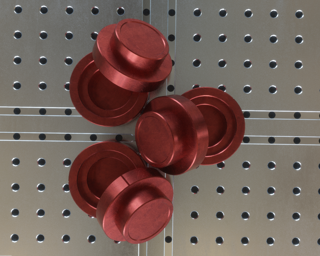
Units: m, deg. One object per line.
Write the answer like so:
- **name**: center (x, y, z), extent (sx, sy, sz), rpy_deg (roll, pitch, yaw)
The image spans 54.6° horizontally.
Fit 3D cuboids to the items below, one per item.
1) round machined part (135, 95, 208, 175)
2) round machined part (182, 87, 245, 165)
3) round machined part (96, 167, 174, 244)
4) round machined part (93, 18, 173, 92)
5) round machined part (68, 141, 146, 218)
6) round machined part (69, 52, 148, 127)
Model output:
- **round machined part**: center (0.007, 0.010, 0.375), extent (0.042, 0.098, 0.098), rpy_deg (-14, 90, -42)
- **round machined part**: center (0.057, -0.003, 0.405), extent (0.099, 0.042, 0.097), rpy_deg (0, 90, 0)
- **round machined part**: center (-0.023, 0.100, 0.376), extent (0.099, 0.042, 0.097), rpy_deg (-20, 128, -27)
- **round machined part**: center (-0.028, -0.094, 0.377), extent (0.099, 0.042, 0.098), rpy_deg (16, 49, -20)
- **round machined part**: center (-0.064, 0.065, 0.404), extent (0.099, 0.042, 0.097), rpy_deg (0, 90, 0)
- **round machined part**: center (-0.063, -0.050, 0.403), extent (0.099, 0.042, 0.097), rpy_deg (0, 90, 0)
